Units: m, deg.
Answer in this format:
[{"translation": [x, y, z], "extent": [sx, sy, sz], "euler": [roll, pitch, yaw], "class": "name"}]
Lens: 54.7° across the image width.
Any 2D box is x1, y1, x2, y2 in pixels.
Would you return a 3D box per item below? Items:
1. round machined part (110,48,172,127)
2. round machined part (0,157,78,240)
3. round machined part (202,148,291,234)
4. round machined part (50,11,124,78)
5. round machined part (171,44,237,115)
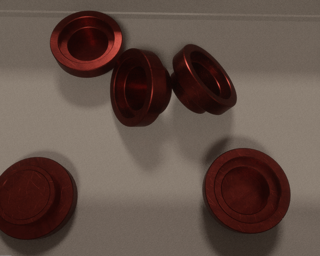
[{"translation": [-0.022, -0.050, 0.399], "extent": [0.042, 0.098, 0.098], "euler": [-1, 66, -38], "class": "round machined part"}, {"translation": [-0.153, 0.081, 0.369], "extent": [0.099, 0.042, 0.098], "euler": [0, 70, -1], "class": "round machined part"}, {"translation": [0.100, 0.077, 0.374], "extent": [0.099, 0.042, 0.098], "euler": [0, 70, -1], "class": "round machined part"}, {"translation": [-0.100, -0.114, 0.441], "extent": [0.099, 0.042, 0.098], "euler": [0, 70, -1], "class": "round machined part"}, {"translation": [0.052, -0.058, 0.404], "extent": [0.098, 0.042, 0.098], "euler": [30, 40, -29], "class": "round machined part"}]
